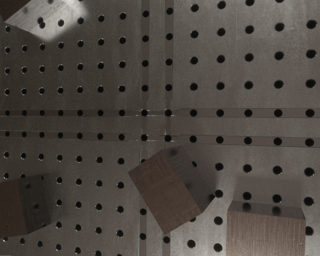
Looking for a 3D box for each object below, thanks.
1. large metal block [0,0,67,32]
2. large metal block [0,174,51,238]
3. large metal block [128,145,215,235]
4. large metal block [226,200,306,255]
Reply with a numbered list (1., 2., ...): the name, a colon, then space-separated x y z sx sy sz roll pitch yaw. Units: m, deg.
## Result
1. large metal block: -0.203 -0.208 0.469 0.080 0.050 0.080 -29 81 17
2. large metal block: -0.225 0.121 0.477 0.080 0.050 0.080 -14 86 19
3. large metal block: 0.017 0.070 0.377 0.050 0.080 0.080 -36 79 16
4. large metal block: 0.120 0.133 0.357 0.080 0.050 0.079 2 91 19
